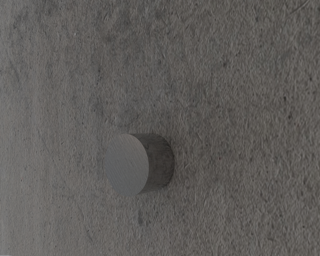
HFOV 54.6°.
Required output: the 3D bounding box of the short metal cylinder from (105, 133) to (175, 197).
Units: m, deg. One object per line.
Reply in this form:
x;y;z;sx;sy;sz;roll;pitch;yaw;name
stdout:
-0.028;0.047;0.413;0.080;0.050;0.080;0;90;40;short metal cylinder
